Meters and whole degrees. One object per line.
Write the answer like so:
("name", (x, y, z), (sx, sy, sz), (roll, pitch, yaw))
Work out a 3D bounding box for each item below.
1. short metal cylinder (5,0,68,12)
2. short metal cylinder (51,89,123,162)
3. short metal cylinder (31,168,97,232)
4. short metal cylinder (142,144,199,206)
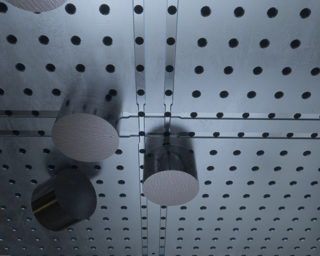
("short metal cylinder", (-0.107, -0.149, 0.267), (0.081, 0.050, 0.079), (-1, 130, 0))
("short metal cylinder", (-0.090, -0.003, 0.392), (0.081, 0.050, 0.079), (-1, 130, 0))
("short metal cylinder", (-0.142, 0.107, 0.465), (0.050, 0.080, 0.080), (-31, 124, 23))
("short metal cylinder", (0.015, 0.070, 0.455), (0.081, 0.050, 0.079), (0, 130, 0))
